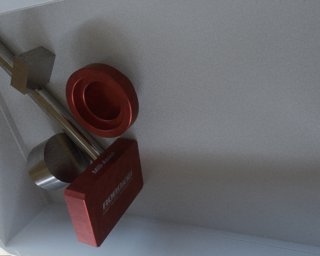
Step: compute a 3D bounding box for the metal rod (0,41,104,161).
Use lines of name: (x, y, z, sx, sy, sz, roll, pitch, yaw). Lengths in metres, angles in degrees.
metal rod: (-0.173, -0.040, 0.472, 0.300, 0.025, 0.025, 47, 129, -6)

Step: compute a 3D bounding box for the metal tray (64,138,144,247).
metal tray: (-0.070, 0.084, 0.428, 0.030, 0.131, 0.089, 8, 122, 23)

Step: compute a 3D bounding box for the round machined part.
round machined part: (-0.071, -0.039, 0.409, 0.098, 0.042, 0.097, 13, 124, 20)

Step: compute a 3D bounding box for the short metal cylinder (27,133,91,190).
short metal cylinder: (-0.158, 0.053, 0.487, 0.050, 0.080, 0.080, -24, 105, 36)

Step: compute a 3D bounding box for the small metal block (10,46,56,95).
small metal block: (-0.178, -0.081, 0.433, 0.025, 0.050, 0.050, 35, 129, 5)
